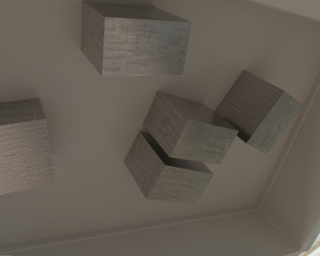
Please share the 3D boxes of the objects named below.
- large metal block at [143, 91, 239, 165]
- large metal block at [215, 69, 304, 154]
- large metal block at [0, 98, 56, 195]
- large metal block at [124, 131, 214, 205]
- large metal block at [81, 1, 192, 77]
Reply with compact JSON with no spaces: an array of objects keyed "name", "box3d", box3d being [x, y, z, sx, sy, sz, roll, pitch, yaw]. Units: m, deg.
[{"name":"large metal block","box3d":[0.037,-0.001,0.394,0.081,0.080,0.050,12,112,-34]},{"name":"large metal block","box3d":[0.133,-0.024,0.433,0.050,0.080,0.080,24,105,-37]},{"name":"large metal block","box3d":[-0.158,0.020,0.319,0.081,0.050,0.079,-11,123,-23]},{"name":"large metal block","box3d":[0.010,0.053,0.413,0.081,0.080,0.050,16,110,-35]},{"name":"large metal block","box3d":[-0.028,-0.089,0.304,0.081,0.080,0.050,-6,121,-26]}]
